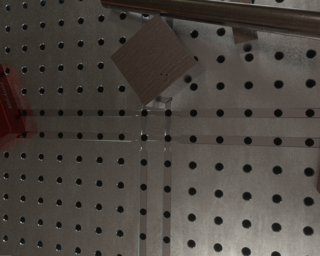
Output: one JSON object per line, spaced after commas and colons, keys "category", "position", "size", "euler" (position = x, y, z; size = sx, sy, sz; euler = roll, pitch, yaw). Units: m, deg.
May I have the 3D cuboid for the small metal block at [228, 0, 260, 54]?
{"category": "small metal block", "position": [0.099, -0.119, 0.364], "size": [0.025, 0.050, 0.050], "euler": [-10, 87, 19]}

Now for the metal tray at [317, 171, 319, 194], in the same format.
{"category": "metal tray", "position": [0.228, 0.020, 0.329], "size": [0.090, 0.030, 0.129], "euler": [9, 93, 19]}

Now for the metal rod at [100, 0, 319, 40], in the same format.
{"category": "metal rod", "position": [0.041, -0.135, 0.356], "size": [0.300, 0.025, 0.025], "euler": [22, 98, 34]}

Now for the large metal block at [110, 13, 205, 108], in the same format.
{"category": "large metal block", "position": [-0.002, -0.083, 0.399], "size": [0.080, 0.050, 0.080], "euler": [-39, 78, 15]}

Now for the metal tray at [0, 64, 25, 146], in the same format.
{"category": "metal tray", "position": [-0.285, -0.034, 0.508], "size": [0.090, 0.030, 0.129], "euler": [-26, 82, 17]}
